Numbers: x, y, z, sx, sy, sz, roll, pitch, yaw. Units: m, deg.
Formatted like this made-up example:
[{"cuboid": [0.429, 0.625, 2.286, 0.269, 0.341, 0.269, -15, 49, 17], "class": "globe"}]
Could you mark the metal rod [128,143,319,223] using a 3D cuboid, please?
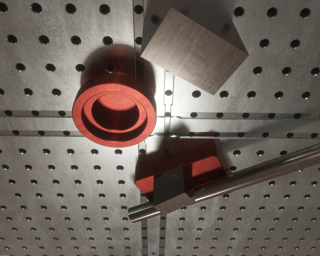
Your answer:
[{"cuboid": [0.089, 0.082, 0.442, 0.300, 0.025, 0.025, -23, 127, 17], "class": "metal rod"}]

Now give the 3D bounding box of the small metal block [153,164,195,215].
[{"cuboid": [0.018, 0.085, 0.428, 0.050, 0.050, 0.025, -29, 124, 22], "class": "small metal block"}]

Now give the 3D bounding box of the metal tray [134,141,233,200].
[{"cuboid": [0.038, 0.079, 0.476, 0.130, 0.030, 0.090, -20, 128, 16], "class": "metal tray"}]

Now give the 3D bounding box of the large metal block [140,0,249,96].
[{"cuboid": [0.030, -0.089, 0.301, 0.080, 0.080, 0.050, 25, 126, -20], "class": "large metal block"}]

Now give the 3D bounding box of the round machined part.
[{"cuboid": [-0.053, -0.025, 0.379, 0.099, 0.042, 0.097, -1, 130, 0], "class": "round machined part"}]
